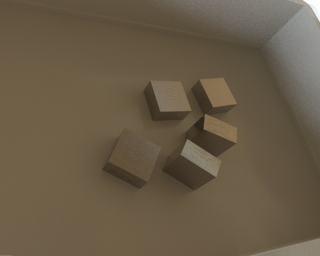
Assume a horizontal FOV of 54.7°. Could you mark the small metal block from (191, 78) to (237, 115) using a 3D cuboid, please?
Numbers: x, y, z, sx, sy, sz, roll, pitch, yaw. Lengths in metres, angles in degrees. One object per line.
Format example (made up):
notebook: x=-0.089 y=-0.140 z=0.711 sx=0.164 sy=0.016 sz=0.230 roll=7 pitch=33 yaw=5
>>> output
small metal block: x=0.084 y=-0.050 z=0.484 sx=0.050 sy=0.025 sz=0.050 roll=-9 pitch=67 yaw=-33

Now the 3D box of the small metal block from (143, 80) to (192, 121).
small metal block: x=0.010 y=-0.039 z=0.436 sx=0.050 sy=0.025 sz=0.050 roll=-3 pitch=63 yaw=-30

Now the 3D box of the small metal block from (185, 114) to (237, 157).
small metal block: x=0.068 y=0.012 z=0.421 sx=0.050 sy=0.050 sz=0.025 roll=23 pitch=53 yaw=-15

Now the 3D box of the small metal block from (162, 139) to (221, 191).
small metal block: x=0.038 y=0.047 z=0.383 sx=0.050 sy=0.050 sz=0.025 roll=33 pitch=51 yaw=-7

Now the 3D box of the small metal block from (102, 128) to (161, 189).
small metal block: x=-0.033 y=0.036 z=0.367 sx=0.050 sy=0.025 sz=0.050 roll=29 pitch=52 yaw=-10
